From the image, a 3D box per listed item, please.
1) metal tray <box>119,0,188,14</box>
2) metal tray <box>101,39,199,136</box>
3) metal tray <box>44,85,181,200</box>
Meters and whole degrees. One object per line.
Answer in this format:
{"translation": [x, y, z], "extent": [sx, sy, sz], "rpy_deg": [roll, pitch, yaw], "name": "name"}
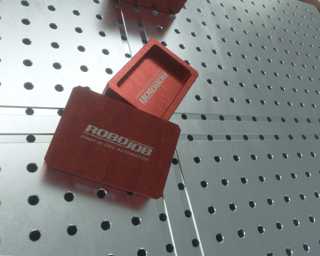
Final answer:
{"translation": [-0.009, -0.243, 0.510], "extent": [0.131, 0.090, 0.030], "rpy_deg": [3, 64, -27], "name": "metal tray"}
{"translation": [-0.009, -0.062, 0.438], "extent": [0.090, 0.030, 0.130], "rpy_deg": [37, 51, -4], "name": "metal tray"}
{"translation": [-0.050, 0.019, 0.349], "extent": [0.131, 0.030, 0.090], "rpy_deg": [21, 74, -16], "name": "metal tray"}
